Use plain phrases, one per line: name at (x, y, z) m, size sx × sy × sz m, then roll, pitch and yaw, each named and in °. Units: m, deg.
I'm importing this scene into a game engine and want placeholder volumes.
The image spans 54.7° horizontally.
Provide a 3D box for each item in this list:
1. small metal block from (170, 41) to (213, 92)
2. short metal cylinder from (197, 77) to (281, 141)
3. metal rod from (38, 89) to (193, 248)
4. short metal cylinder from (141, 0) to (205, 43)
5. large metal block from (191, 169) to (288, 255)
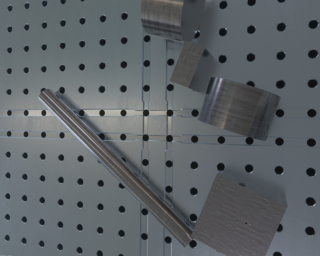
small metal block at (0.040, -0.075, 0.385) m, size 0.025 × 0.050 × 0.050 m, roll 24°, pitch 98°, yaw 18°
short metal cylinder at (0.089, -0.022, 0.352) m, size 0.080 × 0.080 × 0.050 m, roll 19°, pitch 97°, yaw 19°
metal rod at (-0.068, 0.047, 0.436) m, size 0.300 × 0.025 × 0.025 m, roll 42°, pitch 103°, yaw 15°
short metal cylinder at (0.018, -0.148, 0.377) m, size 0.050 × 0.080 × 0.080 m, roll 18°, pitch 96°, yaw 19°
large metal block at (0.094, 0.104, 0.366) m, size 0.080 × 0.050 × 0.080 m, roll 23°, pitch 98°, yaw 18°
